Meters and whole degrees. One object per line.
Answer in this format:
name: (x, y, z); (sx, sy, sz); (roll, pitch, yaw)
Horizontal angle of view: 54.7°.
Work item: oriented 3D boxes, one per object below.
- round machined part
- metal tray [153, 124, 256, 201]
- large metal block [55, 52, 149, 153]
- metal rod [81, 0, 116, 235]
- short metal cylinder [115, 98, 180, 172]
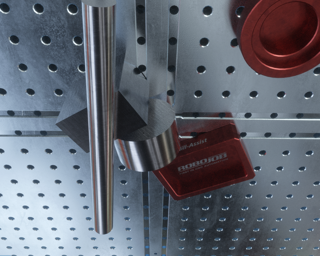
round machined part: (0.127, -0.103, 0.314); (0.099, 0.042, 0.097); (0, 130, 0)
metal tray: (0.062, 0.054, 0.455); (0.130, 0.030, 0.090); (-21, 128, 16)
large metal block: (-0.060, -0.029, 0.350); (0.080, 0.080, 0.050); (-25, 126, 19)
metal rod: (-0.060, 0.020, 0.322); (0.025, 0.025, 0.298); (4, 130, -4)
short metal cylinder: (-0.018, 0.007, 0.381); (0.080, 0.080, 0.050); (-7, 130, 6)
